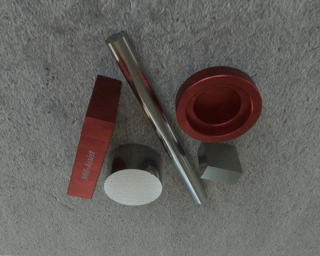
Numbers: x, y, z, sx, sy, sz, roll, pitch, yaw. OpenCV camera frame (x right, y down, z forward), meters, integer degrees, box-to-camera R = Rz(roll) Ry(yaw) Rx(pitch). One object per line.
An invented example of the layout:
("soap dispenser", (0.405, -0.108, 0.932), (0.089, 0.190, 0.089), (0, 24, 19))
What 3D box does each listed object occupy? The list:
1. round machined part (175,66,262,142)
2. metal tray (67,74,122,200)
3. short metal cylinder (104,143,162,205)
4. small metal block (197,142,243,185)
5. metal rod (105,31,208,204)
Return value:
("round machined part", (0.067, -0.032, 0.371), (0.099, 0.042, 0.097), (-1, 130, 0))
("metal tray", (-0.080, 0.013, 0.376), (0.030, 0.090, 0.129), (14, 129, -12))
("short metal cylinder", (-0.037, 0.068, 0.449), (0.081, 0.050, 0.079), (0, 130, 0))
("small metal block", (0.082, 0.047, 0.430), (0.050, 0.050, 0.025), (13, 129, -11))
("metal rod", (0.010, 0.009, 0.417), (0.025, 0.025, 0.299), (-18, 128, 14))
